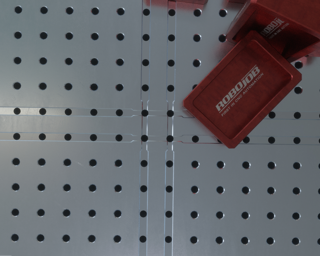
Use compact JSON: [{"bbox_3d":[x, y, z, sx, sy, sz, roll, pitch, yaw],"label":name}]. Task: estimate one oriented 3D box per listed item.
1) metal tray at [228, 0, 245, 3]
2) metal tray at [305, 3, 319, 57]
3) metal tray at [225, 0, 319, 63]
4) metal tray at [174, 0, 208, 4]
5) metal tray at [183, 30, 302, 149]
[{"bbox_3d":[0.142,-0.233,0.411,0.090,0.030,0.129,7,90,0],"label":"metal tray"},{"bbox_3d":[0.216,-0.168,0.393,0.090,0.030,0.130,34,90,-27],"label":"metal tray"},{"bbox_3d":[0.135,-0.116,0.362,0.090,0.130,0.030,26,90,0],"label":"metal tray"},{"bbox_3d":[0.029,-0.239,0.411,0.090,0.030,0.129,8,90,0],"label":"metal tray"},{"bbox_3d":[0.104,-0.049,0.405,0.090,0.030,0.130,43,94,-2],"label":"metal tray"}]
